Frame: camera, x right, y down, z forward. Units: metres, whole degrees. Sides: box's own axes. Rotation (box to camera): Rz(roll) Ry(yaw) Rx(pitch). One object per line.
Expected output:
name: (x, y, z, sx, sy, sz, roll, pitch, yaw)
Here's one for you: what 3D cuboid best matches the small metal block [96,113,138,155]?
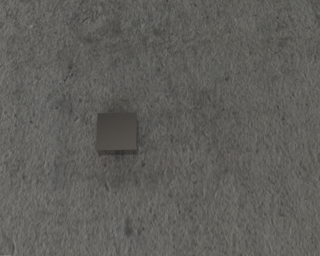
small metal block: (-0.055, 0.008, 0.405, 0.050, 0.025, 0.050, -1, 70, -1)
